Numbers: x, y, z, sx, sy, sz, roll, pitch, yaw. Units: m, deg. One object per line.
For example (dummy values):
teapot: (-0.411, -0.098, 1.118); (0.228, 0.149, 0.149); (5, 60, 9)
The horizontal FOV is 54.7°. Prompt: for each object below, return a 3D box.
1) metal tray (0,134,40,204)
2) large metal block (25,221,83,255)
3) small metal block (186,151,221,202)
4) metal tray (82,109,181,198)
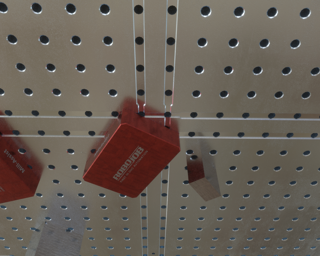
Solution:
metal tray: (-0.253, 0.059, 0.455); (0.090, 0.030, 0.129); (-14, 129, 11)
large metal block: (-0.197, 0.231, 0.569); (0.080, 0.080, 0.050); (33, 122, -25)
small metal block: (0.064, 0.072, 0.457); (0.025, 0.050, 0.050); (-27, 126, 20)
metal tray: (-0.043, 0.042, 0.444); (0.090, 0.030, 0.129); (25, 126, -21)
